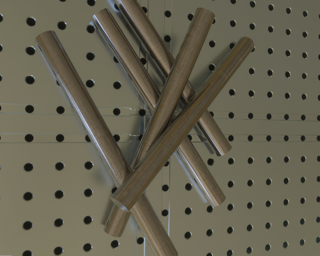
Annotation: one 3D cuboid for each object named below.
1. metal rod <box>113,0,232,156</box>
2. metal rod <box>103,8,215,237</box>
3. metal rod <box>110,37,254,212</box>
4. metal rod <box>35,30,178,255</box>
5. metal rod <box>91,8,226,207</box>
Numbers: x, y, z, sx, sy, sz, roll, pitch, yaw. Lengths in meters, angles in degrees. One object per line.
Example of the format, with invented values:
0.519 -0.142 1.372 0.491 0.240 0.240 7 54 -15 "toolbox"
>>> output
0.009 -0.087 0.416 0.025 0.025 0.299 -39 103 -16 "metal rod"
-0.001 -0.006 0.388 0.025 0.025 0.299 23 92 -19 "metal rod"
0.043 -0.022 0.396 0.025 0.025 0.301 47 63 -14 "metal rod"
-0.062 0.023 0.364 0.025 0.025 0.299 -29 90 -18 "metal rod"
0.004 -0.019 0.415 0.025 0.025 0.299 -36 102 -17 "metal rod"
